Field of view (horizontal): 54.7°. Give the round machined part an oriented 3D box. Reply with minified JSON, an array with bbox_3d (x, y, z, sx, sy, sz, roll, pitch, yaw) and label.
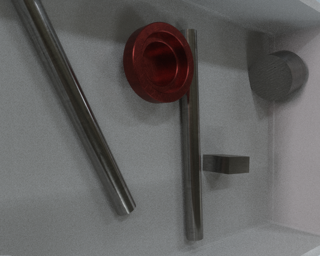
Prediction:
[{"bbox_3d":[-0.006,-0.079,0.392,0.099,0.042,0.097,0,90,-40],"label":"round machined part"}]

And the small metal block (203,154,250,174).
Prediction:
[{"bbox_3d":[0.102,0.055,0.479,0.050,0.050,0.025,4,88,-40],"label":"small metal block"}]

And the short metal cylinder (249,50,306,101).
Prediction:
[{"bbox_3d":[0.207,-0.093,0.547,0.050,0.080,0.079,-23,105,-38],"label":"short metal cylinder"}]

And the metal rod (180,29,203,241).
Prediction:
[{"bbox_3d":[0.045,0.011,0.446,0.025,0.025,0.298,-4,93,-40],"label":"metal rod"}]

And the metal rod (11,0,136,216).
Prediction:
[{"bbox_3d":[-0.093,-0.034,0.329,0.025,0.025,0.298,-35,112,-35],"label":"metal rod"}]
